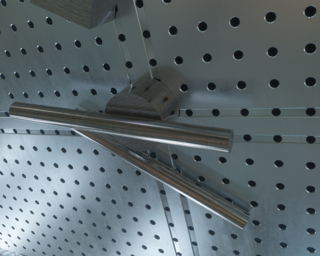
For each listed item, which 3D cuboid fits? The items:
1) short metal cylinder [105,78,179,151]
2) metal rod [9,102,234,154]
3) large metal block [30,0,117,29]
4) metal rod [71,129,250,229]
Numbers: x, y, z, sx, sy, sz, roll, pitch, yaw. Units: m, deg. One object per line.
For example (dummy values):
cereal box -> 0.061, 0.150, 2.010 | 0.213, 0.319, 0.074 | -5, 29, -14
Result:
short metal cylinder -> -0.022, -0.017, 0.394 | 0.080, 0.050, 0.079 | 13, 124, 20
metal rod -> -0.064, -0.005, 0.375 | 0.301, 0.025, 0.025 | 8, 122, 23
large metal block -> -0.092, -0.166, 0.339 | 0.080, 0.050, 0.079 | 27, 128, 11
metal rod -> -0.012, 0.056, 0.450 | 0.301, 0.025, 0.025 | 29, 128, 9
